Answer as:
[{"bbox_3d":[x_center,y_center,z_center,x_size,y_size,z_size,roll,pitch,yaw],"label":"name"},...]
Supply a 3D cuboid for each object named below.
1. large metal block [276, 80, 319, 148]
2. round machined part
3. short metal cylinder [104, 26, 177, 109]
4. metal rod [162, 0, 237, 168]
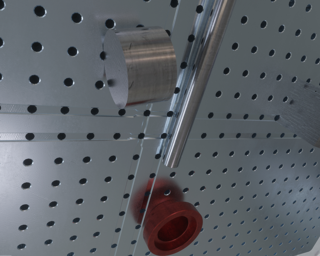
[{"bbox_3d":[0.253,-0.020,0.502,0.050,0.080,0.080,16,110,-35],"label":"large metal block"},{"bbox_3d":[0.017,0.158,0.508,0.099,0.042,0.097,-14,124,-21],"label":"round machined part"},{"bbox_3d":[-0.023,-0.063,0.324,0.050,0.080,0.079,-12,124,-22],"label":"short metal cylinder"},{"bbox_3d":[0.055,-0.080,0.392,0.025,0.025,0.298,3,117,-30],"label":"metal rod"}]
